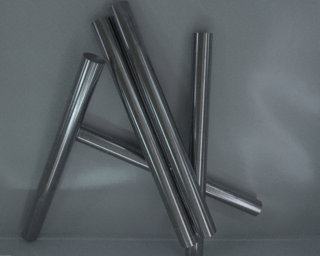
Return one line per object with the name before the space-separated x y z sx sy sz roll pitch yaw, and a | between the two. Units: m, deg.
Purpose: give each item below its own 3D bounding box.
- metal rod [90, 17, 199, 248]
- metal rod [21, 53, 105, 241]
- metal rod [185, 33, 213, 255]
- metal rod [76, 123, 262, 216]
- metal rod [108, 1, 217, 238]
metal rod | -0.016 0.012 0.385 0.025 0.025 0.299 -21 98 7
metal rod | -0.134 0.042 0.403 0.025 0.025 0.298 23 116 -9
metal rod | 0.049 0.032 0.403 0.025 0.025 0.298 0 103 -1
metal rod | 0.007 0.057 0.432 0.301 0.025 0.025 24 108 -9
metal rod | 0.006 -0.004 0.377 0.025 0.025 0.299 -21 97 7
